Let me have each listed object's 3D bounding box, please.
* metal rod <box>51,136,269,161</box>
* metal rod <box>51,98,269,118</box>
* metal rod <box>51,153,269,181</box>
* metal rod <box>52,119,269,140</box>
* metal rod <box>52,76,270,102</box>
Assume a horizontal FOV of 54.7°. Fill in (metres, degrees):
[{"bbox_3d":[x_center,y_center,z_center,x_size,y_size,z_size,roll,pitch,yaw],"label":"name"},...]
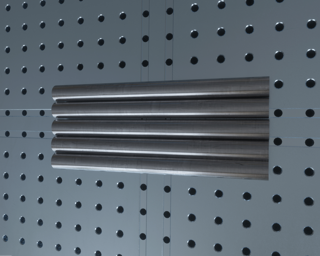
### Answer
[{"bbox_3d":[-0.013,0.026,0.416,0.301,0.025,0.025,1,90,19],"label":"metal rod"},{"bbox_3d":[-0.013,-0.025,0.416,0.301,0.025,0.025,1,90,19],"label":"metal rod"},{"bbox_3d":[-0.013,0.050,0.416,0.301,0.025,0.025,0,90,19],"label":"metal rod"},{"bbox_3d":[-0.013,0.001,0.416,0.301,0.025,0.025,1,90,19],"label":"metal rod"},{"bbox_3d":[-0.012,-0.050,0.416,0.301,0.025,0.025,1,90,19],"label":"metal rod"}]
